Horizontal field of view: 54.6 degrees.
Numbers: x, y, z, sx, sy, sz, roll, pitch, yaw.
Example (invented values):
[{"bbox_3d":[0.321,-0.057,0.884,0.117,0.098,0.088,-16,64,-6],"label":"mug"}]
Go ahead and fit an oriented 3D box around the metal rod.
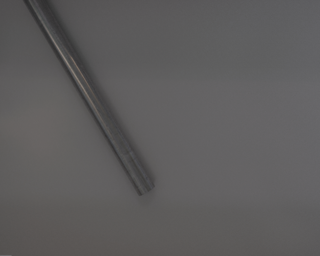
[{"bbox_3d":[-0.094,-0.045,0.410,0.025,0.025,0.299,-31,90,0],"label":"metal rod"}]
